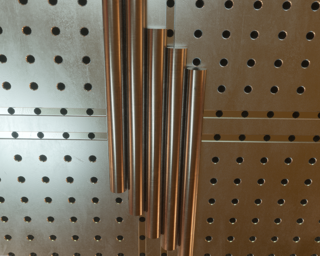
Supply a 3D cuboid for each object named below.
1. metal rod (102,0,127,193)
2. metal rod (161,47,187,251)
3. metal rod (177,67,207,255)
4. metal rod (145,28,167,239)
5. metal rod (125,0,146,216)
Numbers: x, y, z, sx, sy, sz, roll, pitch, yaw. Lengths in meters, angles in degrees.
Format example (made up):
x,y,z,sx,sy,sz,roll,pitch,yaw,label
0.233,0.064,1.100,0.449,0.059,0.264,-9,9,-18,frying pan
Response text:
x,y,z,sx,sy,sz,roll,pitch,yaw,label
-0.057,-0.053,0.393,0.025,0.025,0.298,1,110,-1,metal rod
0.018,0.042,0.428,0.025,0.025,0.298,1,110,-1,metal rod
0.043,0.066,0.437,0.025,0.025,0.298,1,110,-1,metal rod
-0.007,0.021,0.420,0.025,0.025,0.298,1,110,-1,metal rod
-0.031,-0.017,0.406,0.025,0.025,0.298,1,110,-1,metal rod
